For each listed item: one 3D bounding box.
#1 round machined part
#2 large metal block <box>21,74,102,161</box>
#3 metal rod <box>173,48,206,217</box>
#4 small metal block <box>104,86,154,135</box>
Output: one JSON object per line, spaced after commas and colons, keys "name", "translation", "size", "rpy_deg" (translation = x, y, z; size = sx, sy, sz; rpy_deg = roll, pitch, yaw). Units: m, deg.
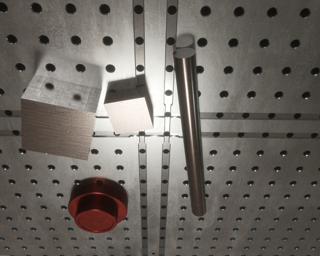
{"name": "round machined part", "translation": [-0.104, 0.140, 0.518], "size": [0.099, 0.042, 0.097], "rpy_deg": [-1, 130, 0]}
{"name": "large metal block", "translation": [-0.122, -0.011, 0.384], "size": [0.081, 0.050, 0.079], "rpy_deg": [11, 129, -10]}
{"name": "metal rod", "translation": [0.047, 0.029, 0.437], "size": [0.025, 0.025, 0.298], "rpy_deg": [-6, 130, 5]}
{"name": "small metal block", "translation": [-0.038, -0.022, 0.393], "size": [0.050, 0.025, 0.050], "rpy_deg": [-9, 130, 7]}
